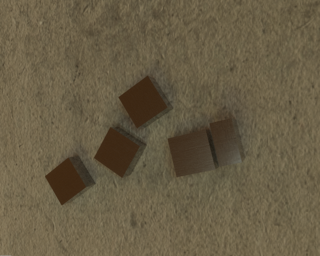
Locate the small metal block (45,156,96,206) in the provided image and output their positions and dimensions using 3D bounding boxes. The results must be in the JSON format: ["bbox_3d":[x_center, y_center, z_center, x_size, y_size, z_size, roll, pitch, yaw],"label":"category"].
[{"bbox_3d":[-0.131,0.076,0.454,0.050,0.025,0.050,-37,79,16],"label":"small metal block"}]

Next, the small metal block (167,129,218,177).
[{"bbox_3d":[0.042,0.032,0.394,0.050,0.025,0.050,-14,85,19],"label":"small metal block"}]

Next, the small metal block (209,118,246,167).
[{"bbox_3d":[0.081,0.016,0.367,0.025,0.050,0.050,-14,86,19],"label":"small metal block"}]

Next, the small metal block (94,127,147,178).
[{"bbox_3d":[-0.054,0.032,0.427,0.050,0.025,0.050,32,100,16],"label":"small metal block"}]

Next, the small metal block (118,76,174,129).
[{"bbox_3d":[-0.019,-0.034,0.415,0.050,0.025,0.050,-34,79,16],"label":"small metal block"}]
